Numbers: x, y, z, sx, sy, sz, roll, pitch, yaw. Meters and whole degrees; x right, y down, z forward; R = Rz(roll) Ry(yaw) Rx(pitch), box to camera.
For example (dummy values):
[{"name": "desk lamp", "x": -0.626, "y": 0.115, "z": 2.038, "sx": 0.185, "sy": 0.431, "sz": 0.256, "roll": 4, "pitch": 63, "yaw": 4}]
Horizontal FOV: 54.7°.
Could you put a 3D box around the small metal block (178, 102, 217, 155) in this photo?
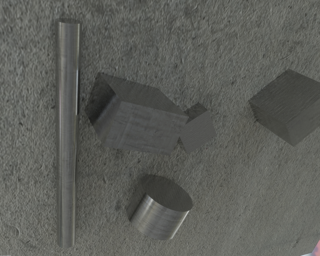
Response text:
[{"name": "small metal block", "x": 0.046, "y": 0.001, "z": 0.433, "sx": 0.050, "sy": 0.025, "sz": 0.050, "roll": -32, "pitch": 129, "yaw": -8}]

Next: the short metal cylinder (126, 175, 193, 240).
[{"name": "short metal cylinder", "x": -0.001, "y": 0.111, "z": 0.440, "sx": 0.081, "sy": 0.080, "sz": 0.050, "roll": 15, "pitch": 111, "yaw": -35}]

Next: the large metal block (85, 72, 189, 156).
[{"name": "large metal block", "x": -0.029, "y": -0.016, "z": 0.346, "sx": 0.081, "sy": 0.080, "sz": 0.050, "roll": 11, "pitch": 113, "yaw": -33}]

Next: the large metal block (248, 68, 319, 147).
[{"name": "large metal block", "x": 0.193, "y": -0.032, "z": 0.457, "sx": 0.080, "sy": 0.080, "sz": 0.050, "roll": -38, "pitch": 129, "yaw": -3}]

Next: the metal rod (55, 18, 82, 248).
[{"name": "metal rod", "x": -0.109, "y": 0.028, "z": 0.364, "sx": 0.025, "sy": 0.025, "sz": 0.298, "roll": -5, "pitch": 121, "yaw": -26}]
